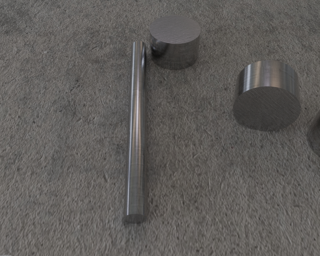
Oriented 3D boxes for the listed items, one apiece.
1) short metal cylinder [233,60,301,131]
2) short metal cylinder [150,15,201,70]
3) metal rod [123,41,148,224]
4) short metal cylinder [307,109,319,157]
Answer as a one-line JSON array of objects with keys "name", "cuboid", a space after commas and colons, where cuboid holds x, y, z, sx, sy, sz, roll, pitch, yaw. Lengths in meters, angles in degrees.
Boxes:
[{"name": "short metal cylinder", "cuboid": [0.138, -0.041, 0.403, 0.080, 0.080, 0.050, 10, 51, 8]}, {"name": "short metal cylinder", "cuboid": [0.024, -0.140, 0.505, 0.081, 0.050, 0.080, 0, 50, 0]}, {"name": "metal rod", "cuboid": [-0.030, -0.020, 0.419, 0.025, 0.025, 0.300, -1, 50, -1]}, {"name": "short metal cylinder", "cuboid": [0.234, 0.003, 0.386, 0.081, 0.050, 0.080, 0, 50, 0]}]
